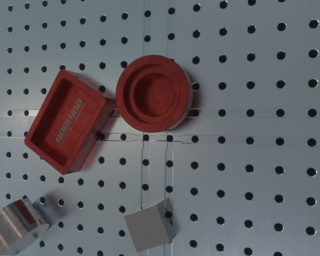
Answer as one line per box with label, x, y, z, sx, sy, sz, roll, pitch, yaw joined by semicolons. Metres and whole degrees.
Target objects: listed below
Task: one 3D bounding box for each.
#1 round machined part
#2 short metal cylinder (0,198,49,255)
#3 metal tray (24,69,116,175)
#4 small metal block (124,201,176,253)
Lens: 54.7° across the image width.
round machined part;-0.005;-0.043;0.405;0.098;0.042;0.097;0;90;20
short metal cylinder;-0.215;0.150;0.459;0.080;0.080;0.050;-46;76;14
metal tray;-0.134;-0.008;0.457;0.090;0.030;0.129;34;101;16
small metal block;-0.014;0.132;0.417;0.050;0.025;0.050;-24;82;18
